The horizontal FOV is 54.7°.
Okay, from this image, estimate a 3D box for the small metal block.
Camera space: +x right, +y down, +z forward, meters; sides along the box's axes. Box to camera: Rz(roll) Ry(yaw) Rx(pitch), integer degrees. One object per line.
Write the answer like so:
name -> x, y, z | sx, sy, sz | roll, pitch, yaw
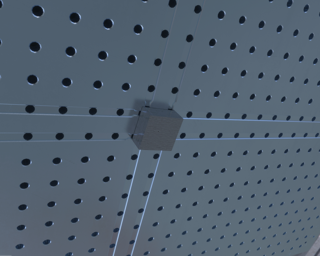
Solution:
small metal block -> -0.003, 0.002, 0.412 | 0.050, 0.025, 0.050 | 5, 116, -31
